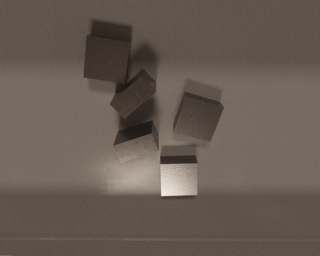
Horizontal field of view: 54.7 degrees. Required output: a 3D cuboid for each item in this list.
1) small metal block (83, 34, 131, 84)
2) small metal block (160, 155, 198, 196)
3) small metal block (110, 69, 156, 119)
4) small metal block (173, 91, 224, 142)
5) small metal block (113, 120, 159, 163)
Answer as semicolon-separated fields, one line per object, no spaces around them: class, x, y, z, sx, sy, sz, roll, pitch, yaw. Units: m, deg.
small metal block;-0.064;-0.085;0.379;0.050;0.025;0.050;8;110;-4
small metal block;0.026;0.067;0.437;0.050;0.025;0.050;-2;110;0
small metal block;-0.032;-0.043;0.382;0.050;0.050;0.025;-40;106;13
small metal block;0.049;-0.015;0.407;0.050;0.025;0.050;16;109;-6
small metal block;-0.030;0.016;0.404;0.050;0.050;0.025;-18;109;6
